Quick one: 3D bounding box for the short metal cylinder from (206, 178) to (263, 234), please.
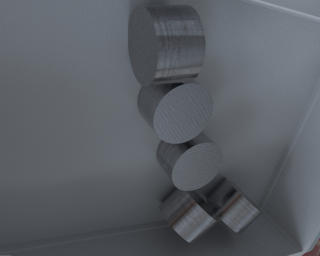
[{"bbox_3d":[0.124,0.130,0.521,0.050,0.080,0.080,-48,129,5],"label":"short metal cylinder"}]

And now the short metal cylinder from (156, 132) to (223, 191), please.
[{"bbox_3d":[0.042,0.042,0.441,0.081,0.050,0.079,-14,124,-21],"label":"short metal cylinder"}]

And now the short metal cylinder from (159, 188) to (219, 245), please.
[{"bbox_3d":[0.045,0.131,0.478,0.050,0.080,0.080,-46,129,3],"label":"short metal cylinder"}]

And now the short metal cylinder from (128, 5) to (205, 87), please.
[{"bbox_3d":[0.004,-0.085,0.322,0.050,0.080,0.079,-10,123,-23],"label":"short metal cylinder"}]

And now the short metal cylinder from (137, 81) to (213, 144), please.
[{"bbox_3d":[0.018,-0.027,0.385,0.081,0.050,0.079,-14,124,-21],"label":"short metal cylinder"}]
